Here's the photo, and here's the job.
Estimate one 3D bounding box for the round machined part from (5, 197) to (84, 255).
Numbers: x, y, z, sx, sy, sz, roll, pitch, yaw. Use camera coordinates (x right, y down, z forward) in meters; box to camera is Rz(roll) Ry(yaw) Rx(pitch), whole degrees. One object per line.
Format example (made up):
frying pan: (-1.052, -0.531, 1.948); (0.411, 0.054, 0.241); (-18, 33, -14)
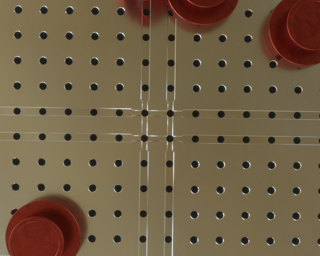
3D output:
round machined part: (-0.153, 0.144, 0.404); (0.099, 0.042, 0.097); (0, 90, 0)

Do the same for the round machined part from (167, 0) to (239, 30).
round machined part: (0.057, -0.184, 0.405); (0.099, 0.042, 0.097); (0, 90, 0)

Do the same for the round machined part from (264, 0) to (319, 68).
round machined part: (0.192, -0.131, 0.406); (0.099, 0.042, 0.097); (0, 90, 0)
